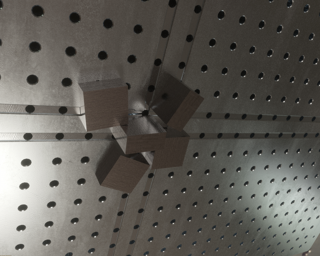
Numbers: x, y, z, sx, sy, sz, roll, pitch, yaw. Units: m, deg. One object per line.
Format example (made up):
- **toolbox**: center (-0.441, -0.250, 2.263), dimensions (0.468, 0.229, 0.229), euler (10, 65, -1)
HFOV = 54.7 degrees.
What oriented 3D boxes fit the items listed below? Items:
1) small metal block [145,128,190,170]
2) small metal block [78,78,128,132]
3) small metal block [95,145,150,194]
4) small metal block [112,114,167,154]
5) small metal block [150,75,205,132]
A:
- **small metal block**: center (0.009, 0.029, 0.436), dimensions (0.050, 0.025, 0.050), euler (-2, 120, -28)
- **small metal block**: center (-0.065, -0.027, 0.360), dimensions (0.050, 0.025, 0.050), euler (-11, 124, -23)
- **small metal block**: center (-0.051, 0.057, 0.420), dimensions (0.050, 0.025, 0.050), euler (25, 104, -37)
- **small metal block**: center (-0.027, 0.006, 0.386), dimensions (0.050, 0.050, 0.025), euler (-5, 121, -26)
- **small metal block**: center (0.020, -0.031, 0.388), dimensions (0.025, 0.050, 0.050), euler (26, 104, -38)
